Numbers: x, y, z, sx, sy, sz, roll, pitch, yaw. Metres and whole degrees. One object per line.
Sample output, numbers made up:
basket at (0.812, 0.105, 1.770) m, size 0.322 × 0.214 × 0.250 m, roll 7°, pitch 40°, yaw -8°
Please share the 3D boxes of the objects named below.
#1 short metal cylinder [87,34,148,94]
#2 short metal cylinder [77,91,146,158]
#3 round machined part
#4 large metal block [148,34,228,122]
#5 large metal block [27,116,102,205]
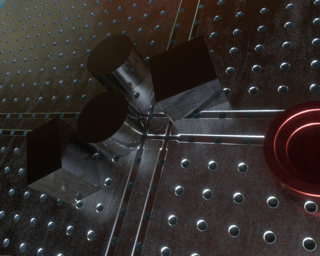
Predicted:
short metal cylinder at (-0.067, -0.100, 0.489) m, size 0.080 × 0.050 × 0.080 m, roll -13°, pitch 56°, yaw 21°
short metal cylinder at (-0.067, -0.004, 0.430) m, size 0.080 × 0.050 × 0.080 m, roll -13°, pitch 56°, yaw 21°
round machined part at (0.154, 0.025, 0.301) m, size 0.098 × 0.042 × 0.098 m, roll -13°, pitch 56°, yaw 21°
large metal block at (0.036, -0.065, 0.413) m, size 0.080 × 0.050 × 0.080 m, roll -21°, pitch 54°, yaw 16°
large metal block at (-0.127, 0.045, 0.412) m, size 0.050 × 0.080 × 0.080 m, roll -28°, pitch 52°, yaw 11°
